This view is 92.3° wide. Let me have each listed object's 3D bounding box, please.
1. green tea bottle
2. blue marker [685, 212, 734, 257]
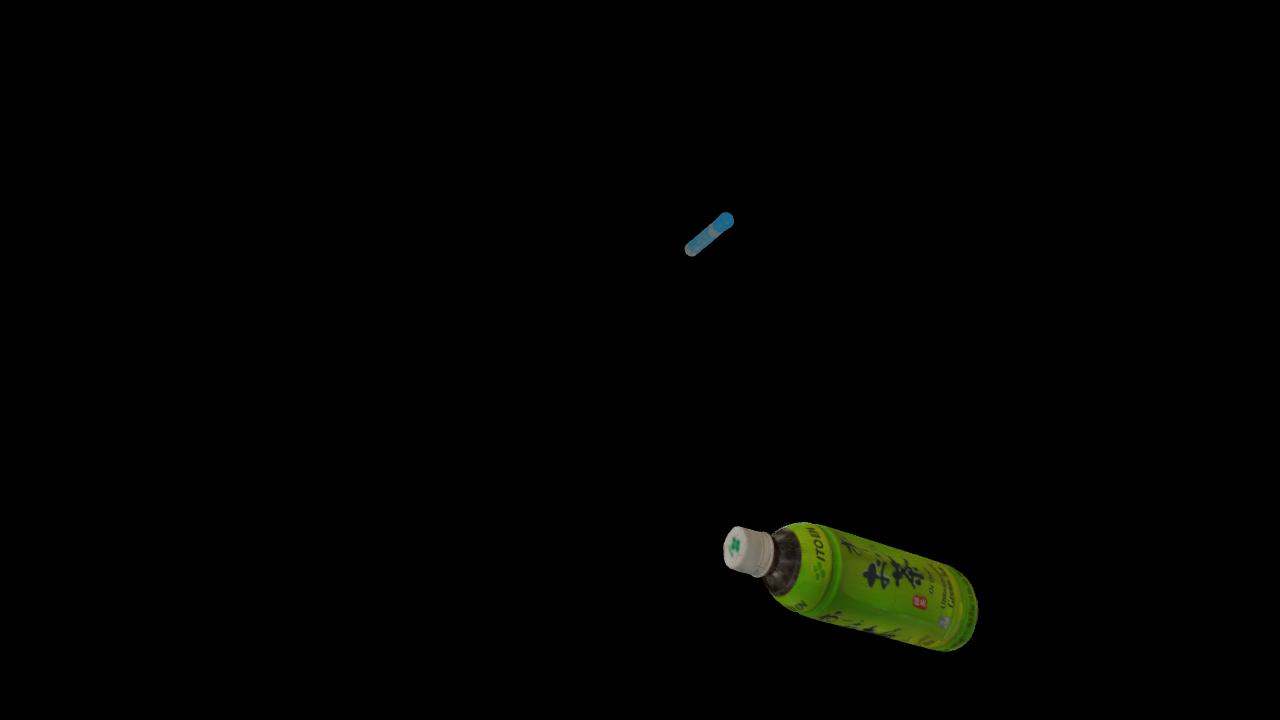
[{"bbox_3d":[0.161,0.171,0.480,0.212,0.073,0.073,20,-6,-16],"label":"green tea bottle"},{"bbox_3d":[0.083,-0.151,0.745,0.020,0.020,0.121,0,-7,-16],"label":"blue marker"}]
